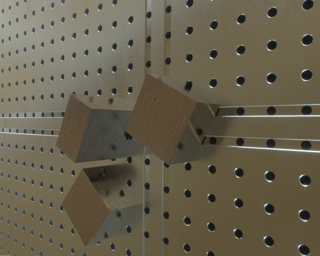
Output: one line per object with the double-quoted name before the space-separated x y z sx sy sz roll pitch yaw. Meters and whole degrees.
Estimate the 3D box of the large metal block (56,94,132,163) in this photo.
"large metal block" -0.092 0.000 0.447 0.050 0.081 0.079 33 110 35

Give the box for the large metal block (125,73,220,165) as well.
"large metal block" 0.013 -0.012 0.381 0.080 0.050 0.079 36 112 34

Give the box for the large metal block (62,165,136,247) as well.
"large metal block" -0.094 0.115 0.468 0.080 0.050 0.080 49 119 28
